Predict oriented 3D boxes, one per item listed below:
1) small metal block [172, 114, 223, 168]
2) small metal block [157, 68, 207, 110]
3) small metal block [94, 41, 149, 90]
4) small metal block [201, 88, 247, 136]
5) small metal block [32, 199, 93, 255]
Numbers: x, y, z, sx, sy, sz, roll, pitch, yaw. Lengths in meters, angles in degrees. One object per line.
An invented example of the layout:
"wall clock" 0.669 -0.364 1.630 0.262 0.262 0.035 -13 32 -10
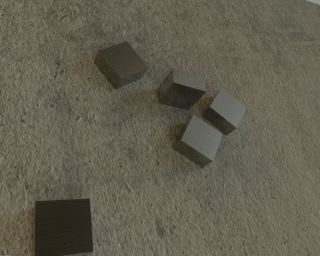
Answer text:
"small metal block" 0.052 0.018 0.420 0.050 0.025 0.050 34 51 -6
"small metal block" 0.030 -0.053 0.436 0.050 0.050 0.025 12 57 -22
"small metal block" -0.053 -0.087 0.428 0.050 0.025 0.050 -33 80 -38
"small metal block" 0.098 -0.025 0.471 0.050 0.025 0.050 38 51 -3
"small metal block" -0.093 0.096 0.295 0.050 0.025 0.050 4 60 -27
